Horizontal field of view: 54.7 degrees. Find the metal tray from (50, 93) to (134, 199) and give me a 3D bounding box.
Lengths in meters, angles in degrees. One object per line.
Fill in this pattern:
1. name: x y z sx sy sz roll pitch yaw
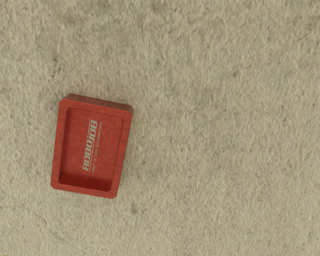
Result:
1. metal tray: -0.091 0.026 0.415 0.091 0.030 0.129 11 110 -5
